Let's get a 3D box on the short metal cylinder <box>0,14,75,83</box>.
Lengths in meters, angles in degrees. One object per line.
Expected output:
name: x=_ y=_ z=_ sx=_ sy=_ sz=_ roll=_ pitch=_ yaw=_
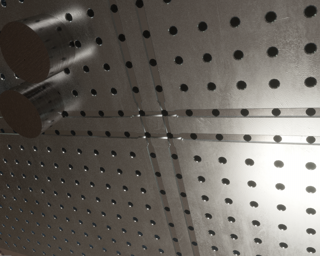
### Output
short metal cylinder: x=-0.162 y=-0.106 z=0.413 sx=0.080 sy=0.050 sz=0.079 roll=13 pitch=124 yaw=20

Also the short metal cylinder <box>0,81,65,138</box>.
short metal cylinder: x=-0.197 y=-0.031 z=0.477 sx=0.080 sy=0.050 sz=0.079 roll=13 pitch=124 yaw=20
